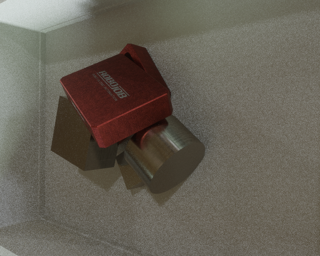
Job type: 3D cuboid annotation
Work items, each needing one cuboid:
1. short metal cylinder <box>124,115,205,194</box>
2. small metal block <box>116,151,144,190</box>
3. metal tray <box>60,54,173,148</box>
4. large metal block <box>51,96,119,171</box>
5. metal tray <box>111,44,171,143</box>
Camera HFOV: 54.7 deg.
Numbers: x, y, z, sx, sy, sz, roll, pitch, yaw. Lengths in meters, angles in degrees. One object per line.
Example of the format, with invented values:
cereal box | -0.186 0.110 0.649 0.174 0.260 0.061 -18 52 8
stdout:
short metal cylinder | 0.006 0.031 0.363 0.050 0.081 0.080 47 118 29
small metal block | -0.029 0.051 0.427 0.050 0.025 0.050 -35 68 34
metal tray | -0.056 -0.039 0.368 0.130 0.091 0.030 45 156 46
large metal block | -0.101 0.005 0.427 0.080 0.050 0.079 21 103 37
metal tray | -0.053 -0.043 0.443 0.129 0.030 0.090 -41 66 32
